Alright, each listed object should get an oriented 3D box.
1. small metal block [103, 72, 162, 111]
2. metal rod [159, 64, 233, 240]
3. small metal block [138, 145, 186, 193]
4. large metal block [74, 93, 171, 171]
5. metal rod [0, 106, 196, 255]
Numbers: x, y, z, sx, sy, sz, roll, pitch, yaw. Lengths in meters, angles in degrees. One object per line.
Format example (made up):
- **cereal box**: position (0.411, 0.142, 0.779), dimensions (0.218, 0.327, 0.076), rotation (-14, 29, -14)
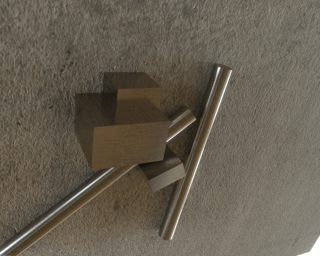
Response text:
- **small metal block**: position (-0.032, -0.042, 0.348), dimensions (0.050, 0.050, 0.025), rotation (-5, 121, -26)
- **metal rod**: position (0.046, 0.051, 0.465), dimensions (0.025, 0.025, 0.298), rotation (1, 118, -29)
- **small metal block**: position (0.000, 0.054, 0.426), dimensions (0.050, 0.050, 0.025), rotation (-25, 128, -13)
- **large metal block**: position (-0.046, -0.001, 0.347), dimensions (0.081, 0.080, 0.050), rotation (-5, 121, -26)
- **metal rod**: position (-0.078, 0.071, 0.408), dimensions (0.301, 0.025, 0.025), rotation (-37, 130, -4)
